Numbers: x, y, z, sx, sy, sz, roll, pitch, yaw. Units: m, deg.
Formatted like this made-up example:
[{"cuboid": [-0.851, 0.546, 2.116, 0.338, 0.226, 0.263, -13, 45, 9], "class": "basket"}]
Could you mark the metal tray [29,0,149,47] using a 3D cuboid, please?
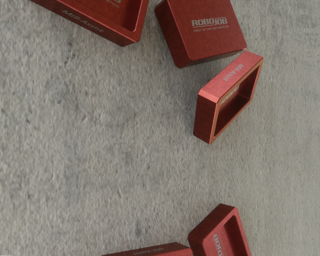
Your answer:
[{"cuboid": [-0.073, -0.158, 0.340, 0.131, 0.030, 0.090, 19, 78, -39], "class": "metal tray"}]

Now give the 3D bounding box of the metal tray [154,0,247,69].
[{"cuboid": [0.062, -0.142, 0.443, 0.131, 0.030, 0.090, -21, 91, -38], "class": "metal tray"}]

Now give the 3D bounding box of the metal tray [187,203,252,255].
[{"cuboid": [0.100, 0.198, 0.488, 0.091, 0.030, 0.129, -31, 110, -36], "class": "metal tray"}]

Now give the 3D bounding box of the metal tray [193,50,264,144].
[{"cuboid": [0.102, -0.046, 0.460, 0.131, 0.030, 0.089, -41, 149, -32], "class": "metal tray"}]

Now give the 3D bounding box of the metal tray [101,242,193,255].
[{"cuboid": [-0.018, 0.201, 0.388, 0.131, 0.030, 0.089, 8, 85, -40], "class": "metal tray"}]
